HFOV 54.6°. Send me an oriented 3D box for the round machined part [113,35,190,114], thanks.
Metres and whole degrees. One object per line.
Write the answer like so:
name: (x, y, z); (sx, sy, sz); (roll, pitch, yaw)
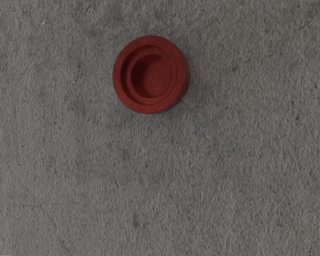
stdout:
round machined part: (-0.008, -0.066, 0.403); (0.098, 0.042, 0.097); (0, 90, 20)
